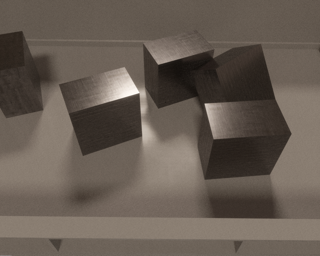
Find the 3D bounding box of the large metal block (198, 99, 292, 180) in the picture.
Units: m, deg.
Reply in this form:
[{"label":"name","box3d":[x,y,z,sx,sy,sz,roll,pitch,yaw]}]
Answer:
[{"label":"large metal block","box3d":[0.091,0.015,0.358,0.081,0.080,0.050,-4,50,-4]}]

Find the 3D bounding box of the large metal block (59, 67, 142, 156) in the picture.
[{"label":"large metal block","box3d":[-0.070,-0.020,0.385,0.081,0.080,0.050,-18,53,-15]}]

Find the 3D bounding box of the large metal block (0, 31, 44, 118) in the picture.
[{"label":"large metal block","box3d":[-0.202,-0.074,0.429,0.050,0.080,0.080,-14,52,-12]}]

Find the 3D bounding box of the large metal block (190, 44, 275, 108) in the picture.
[{"label":"large metal block","box3d":[0.097,-0.055,0.408,0.081,0.080,0.050,-31,22,-24]}]

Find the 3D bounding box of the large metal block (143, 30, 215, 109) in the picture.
[{"label":"large metal block","box3d":[0.024,-0.083,0.439,0.081,0.080,0.050,-19,53,-15]}]
